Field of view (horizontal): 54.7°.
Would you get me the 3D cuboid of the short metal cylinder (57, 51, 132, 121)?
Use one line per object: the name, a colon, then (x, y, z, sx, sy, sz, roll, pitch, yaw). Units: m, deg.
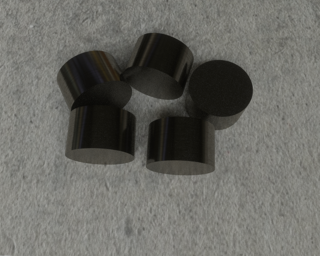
short metal cylinder: (-0.083, -0.051, 0.394, 0.080, 0.080, 0.050, -26, 67, -9)

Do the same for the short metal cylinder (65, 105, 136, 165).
short metal cylinder: (-0.070, 0.011, 0.374, 0.081, 0.080, 0.050, 1, 71, 0)

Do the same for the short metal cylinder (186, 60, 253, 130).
short metal cylinder: (0.076, -0.043, 0.411, 0.081, 0.050, 0.080, 0, 70, 0)

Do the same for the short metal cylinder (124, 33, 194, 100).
short metal cylinder: (-0.001, -0.079, 0.408, 0.080, 0.080, 0.050, 17, 71, 6)

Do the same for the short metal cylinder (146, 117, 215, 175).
short metal cylinder: (0.025, 0.024, 0.370, 0.081, 0.080, 0.050, 3, 70, 1)
